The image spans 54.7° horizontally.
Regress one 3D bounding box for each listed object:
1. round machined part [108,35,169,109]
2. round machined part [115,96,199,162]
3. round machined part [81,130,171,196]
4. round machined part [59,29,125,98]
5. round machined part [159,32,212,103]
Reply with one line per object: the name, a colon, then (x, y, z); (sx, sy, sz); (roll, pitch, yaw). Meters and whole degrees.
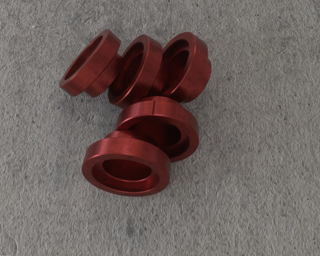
round machined part: (-0.025, -0.067, 0.404); (0.042, 0.098, 0.098); (24, 68, -28)
round machined part: (-0.003, -0.001, 0.372); (0.099, 0.097, 0.042); (4, 52, 1)
round machined part: (-0.036, 0.039, 0.358); (0.099, 0.097, 0.042); (5, 52, 2)
round machined part: (-0.084, -0.079, 0.408); (0.042, 0.098, 0.098); (40, 71, -26)
round machined part: (0.029, -0.072, 0.406); (0.042, 0.098, 0.098); (25, 68, -29)
